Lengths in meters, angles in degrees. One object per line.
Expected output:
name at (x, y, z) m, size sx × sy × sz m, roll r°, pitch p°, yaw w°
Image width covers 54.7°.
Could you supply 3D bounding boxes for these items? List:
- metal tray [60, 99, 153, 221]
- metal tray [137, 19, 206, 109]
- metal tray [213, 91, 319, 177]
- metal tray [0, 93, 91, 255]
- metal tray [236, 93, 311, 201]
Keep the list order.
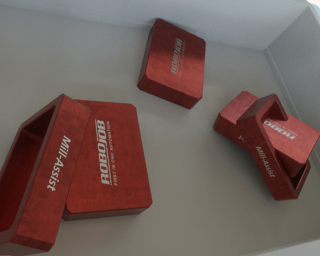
metal tray at (-0.065, 0.032, 0.348) m, size 0.091 × 0.030 × 0.130 m, roll 2°, pitch 61°, yaw -27°
metal tray at (0.022, -0.100, 0.475) m, size 0.091 × 0.030 × 0.130 m, roll 20°, pitch 54°, yaw -16°
metal tray at (0.156, 0.004, 0.454) m, size 0.130 × 0.030 × 0.091 m, roll 34°, pitch 46°, yaw 19°
metal tray at (-0.112, 0.042, 0.274) m, size 0.030 × 0.090 × 0.130 m, roll 34°, pitch 48°, yaw -34°
metal tray at (0.166, 0.026, 0.443) m, size 0.091 × 0.030 × 0.130 m, roll -37°, pitch 101°, yaw -45°
